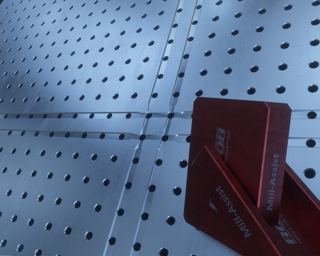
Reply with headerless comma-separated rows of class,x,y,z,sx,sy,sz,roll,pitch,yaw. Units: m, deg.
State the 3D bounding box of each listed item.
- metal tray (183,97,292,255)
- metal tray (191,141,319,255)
metal tray,0.066,0.038,0.287,0.090,0.030,0.129,13,100,55
metal tray,0.097,0.067,0.275,0.130,0.091,0.030,60,136,38
